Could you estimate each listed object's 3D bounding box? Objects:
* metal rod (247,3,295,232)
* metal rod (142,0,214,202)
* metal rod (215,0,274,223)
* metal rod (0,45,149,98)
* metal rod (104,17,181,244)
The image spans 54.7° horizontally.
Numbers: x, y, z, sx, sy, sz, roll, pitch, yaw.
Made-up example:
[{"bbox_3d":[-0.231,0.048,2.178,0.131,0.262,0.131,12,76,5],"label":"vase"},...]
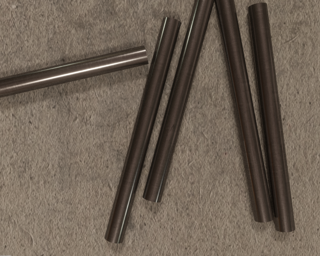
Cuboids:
[{"bbox_3d":[0.148,-0.014,0.411,0.025,0.025,0.298,-7,90,0],"label":"metal rod"},{"bbox_3d":[0.027,-0.050,0.410,0.025,0.025,0.298,15,90,-1],"label":"metal rod"},{"bbox_3d":[0.112,-0.025,0.411,0.025,0.025,0.298,-10,90,0],"label":"metal rod"},{"bbox_3d":[-0.165,-0.063,0.407,0.302,0.025,0.025,-13,90,-1],"label":"metal rod"},{"bbox_3d":[-0.022,0.003,0.409,0.025,0.025,0.298,15,90,-1],"label":"metal rod"}]
